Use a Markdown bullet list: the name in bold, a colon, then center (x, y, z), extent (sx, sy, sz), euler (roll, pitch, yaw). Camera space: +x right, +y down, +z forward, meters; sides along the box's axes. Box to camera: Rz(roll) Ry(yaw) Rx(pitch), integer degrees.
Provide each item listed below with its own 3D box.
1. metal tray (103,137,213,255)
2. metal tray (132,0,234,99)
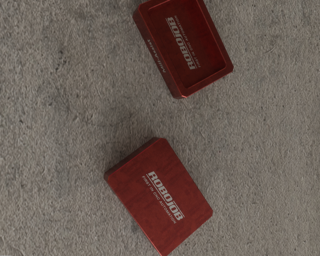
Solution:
- **metal tray**: center (0.000, 0.088, 0.406), extent (0.090, 0.030, 0.130), euler (-36, 102, -16)
- **metal tray**: center (0.033, -0.115, 0.418), extent (0.091, 0.030, 0.130), euler (-31, 100, -18)
